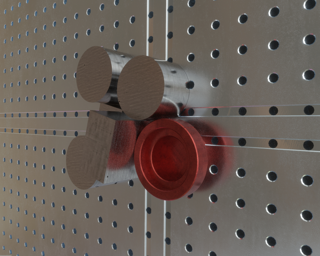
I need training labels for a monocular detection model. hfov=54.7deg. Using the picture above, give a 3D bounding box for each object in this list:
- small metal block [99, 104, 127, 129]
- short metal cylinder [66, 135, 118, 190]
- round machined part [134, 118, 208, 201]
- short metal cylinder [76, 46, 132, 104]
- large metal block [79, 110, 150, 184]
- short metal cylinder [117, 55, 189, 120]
[{"bbox_3d":[-0.068,-0.008,0.465,0.050,0.025,0.050,19,102,38],"label":"small metal block"},{"bbox_3d":[-0.099,0.051,0.475,0.080,0.050,0.080,0,90,40],"label":"short metal cylinder"},{"bbox_3d":[0.018,0.037,0.384,0.098,0.042,0.097,0,90,40],"label":"round machined part"},{"bbox_3d":[-0.079,-0.076,0.458,0.080,0.050,0.080,0,90,40],"label":"short metal cylinder"},{"bbox_3d":[-0.053,0.022,0.413,0.050,0.081,0.079,20,103,38],"label":"large metal block"},{"bbox_3d":[-0.009,-0.050,0.401,0.080,0.050,0.080,0,90,40],"label":"short metal cylinder"}]
